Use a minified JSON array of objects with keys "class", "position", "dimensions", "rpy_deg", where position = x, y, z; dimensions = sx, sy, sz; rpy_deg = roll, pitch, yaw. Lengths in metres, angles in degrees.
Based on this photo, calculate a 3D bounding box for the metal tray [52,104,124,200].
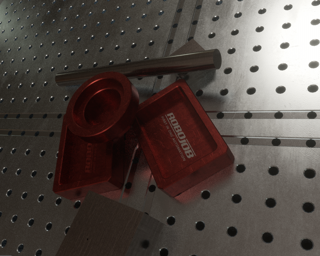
[{"class":"metal tray","position":[-0.097,0.027,0.437],"dimensions":[0.090,0.030,0.130],"rpy_deg":[-15,55,19]}]

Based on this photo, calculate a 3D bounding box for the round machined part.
[{"class":"round machined part","position":[-0.070,-0.023,0.407],"dimensions":[0.098,0.042,0.098],"rpy_deg":[-13,56,20]}]

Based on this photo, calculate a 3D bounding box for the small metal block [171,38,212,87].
[{"class":"small metal block","position":[0.043,-0.092,0.441],"dimensions":[0.050,0.025,0.050],"rpy_deg":[-36,51,4]}]

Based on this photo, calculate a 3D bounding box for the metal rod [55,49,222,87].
[{"class":"metal rod","position":[-0.053,-0.085,0.465],"dimensions":[0.300,0.025,0.025],"rpy_deg":[0,62,35]}]

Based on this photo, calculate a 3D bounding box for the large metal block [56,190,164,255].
[{"class":"large metal block","position":[-0.055,0.125,0.343],"dimensions":[0.080,0.050,0.080],"rpy_deg":[12,68,33]}]

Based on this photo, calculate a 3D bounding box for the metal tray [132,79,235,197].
[{"class":"metal tray","position":[0.021,0.008,0.387],"dimensions":[0.090,0.030,0.130],"rpy_deg":[-32,52,7]}]
